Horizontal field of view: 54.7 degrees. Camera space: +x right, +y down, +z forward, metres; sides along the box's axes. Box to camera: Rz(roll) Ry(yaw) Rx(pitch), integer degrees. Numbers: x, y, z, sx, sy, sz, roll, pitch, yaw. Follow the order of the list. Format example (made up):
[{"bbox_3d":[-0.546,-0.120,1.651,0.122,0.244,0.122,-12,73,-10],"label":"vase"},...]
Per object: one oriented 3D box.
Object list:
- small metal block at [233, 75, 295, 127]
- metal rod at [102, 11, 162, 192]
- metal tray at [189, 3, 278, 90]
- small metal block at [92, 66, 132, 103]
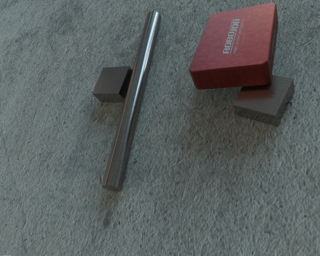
[{"bbox_3d":[0.121,-0.035,0.361,0.050,0.025,0.050,20,72,35],"label":"small metal block"},{"bbox_3d":[-0.035,-0.056,0.454,0.025,0.025,0.299,-3,60,26],"label":"metal rod"},{"bbox_3d":[0.098,-0.106,0.395,0.090,0.030,0.130,-1,48,27],"label":"metal tray"},{"bbox_3d":[-0.070,-0.067,0.480,0.050,0.025,0.050,3,63,29],"label":"small metal block"}]
